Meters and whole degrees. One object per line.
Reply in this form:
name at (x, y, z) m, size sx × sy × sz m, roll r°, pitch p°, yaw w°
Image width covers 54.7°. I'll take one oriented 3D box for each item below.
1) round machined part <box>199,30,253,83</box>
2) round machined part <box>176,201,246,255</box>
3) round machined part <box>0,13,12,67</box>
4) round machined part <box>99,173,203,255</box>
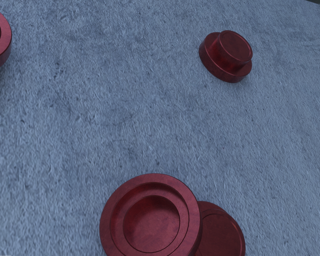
round machined part at (0.120, -0.130, 0.537) m, size 0.099 × 0.042 × 0.098 m, roll 14°, pitch 56°, yaw -21°
round machined part at (0.054, 0.128, 0.344) m, size 0.099 × 0.042 × 0.098 m, roll 14°, pitch 56°, yaw -21°
round machined part at (-0.215, -0.094, 0.334) m, size 0.099 × 0.042 × 0.098 m, roll 14°, pitch 56°, yaw -21°
round machined part at (-0.006, 0.098, 0.309) m, size 0.098 × 0.042 × 0.098 m, roll -6°, pitch 54°, yaw 9°
